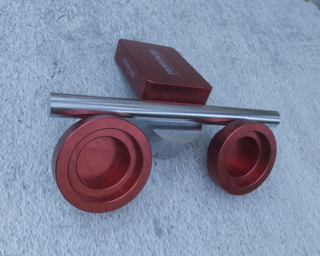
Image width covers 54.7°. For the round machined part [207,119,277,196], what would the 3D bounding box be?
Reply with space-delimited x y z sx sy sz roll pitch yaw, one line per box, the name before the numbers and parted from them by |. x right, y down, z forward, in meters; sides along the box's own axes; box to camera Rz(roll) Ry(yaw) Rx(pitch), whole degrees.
round machined part | 0.102 0.035 0.407 0.099 0.042 0.097 -8 108 -26

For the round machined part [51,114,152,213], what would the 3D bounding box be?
round machined part | -0.061 0.034 0.321 0.099 0.042 0.097 -6 103 -28

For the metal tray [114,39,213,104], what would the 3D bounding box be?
metal tray | 0.000 -0.075 0.415 0.091 0.030 0.130 2 35 -28

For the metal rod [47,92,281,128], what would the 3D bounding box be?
metal rod | 0.027 -0.018 0.369 0.303 0.025 0.025 2 61 -28

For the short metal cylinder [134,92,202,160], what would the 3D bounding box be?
short metal cylinder | 0.006 -0.005 0.398 0.081 0.050 0.080 14 56 -21
